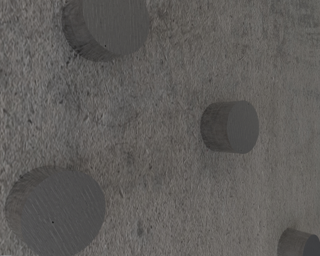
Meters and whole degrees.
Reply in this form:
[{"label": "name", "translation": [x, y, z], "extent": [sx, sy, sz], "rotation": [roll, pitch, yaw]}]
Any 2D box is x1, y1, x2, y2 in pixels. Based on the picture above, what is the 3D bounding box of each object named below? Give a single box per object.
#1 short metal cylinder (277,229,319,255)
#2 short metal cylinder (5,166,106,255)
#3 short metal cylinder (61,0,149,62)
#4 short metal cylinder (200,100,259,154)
[{"label": "short metal cylinder", "translation": [0.281, 0.249, 0.624], "extent": [0.081, 0.050, 0.080], "rotation": [0, 90, -40]}, {"label": "short metal cylinder", "translation": [-0.101, 0.079, 0.304], "extent": [0.081, 0.050, 0.080], "rotation": [0, 90, -40]}, {"label": "short metal cylinder", "translation": [-0.059, -0.116, 0.339], "extent": [0.081, 0.050, 0.080], "rotation": [0, 90, -40]}, {"label": "short metal cylinder", "translation": [0.109, -0.001, 0.479], "extent": [0.081, 0.050, 0.080], "rotation": [0, 90, -40]}]
